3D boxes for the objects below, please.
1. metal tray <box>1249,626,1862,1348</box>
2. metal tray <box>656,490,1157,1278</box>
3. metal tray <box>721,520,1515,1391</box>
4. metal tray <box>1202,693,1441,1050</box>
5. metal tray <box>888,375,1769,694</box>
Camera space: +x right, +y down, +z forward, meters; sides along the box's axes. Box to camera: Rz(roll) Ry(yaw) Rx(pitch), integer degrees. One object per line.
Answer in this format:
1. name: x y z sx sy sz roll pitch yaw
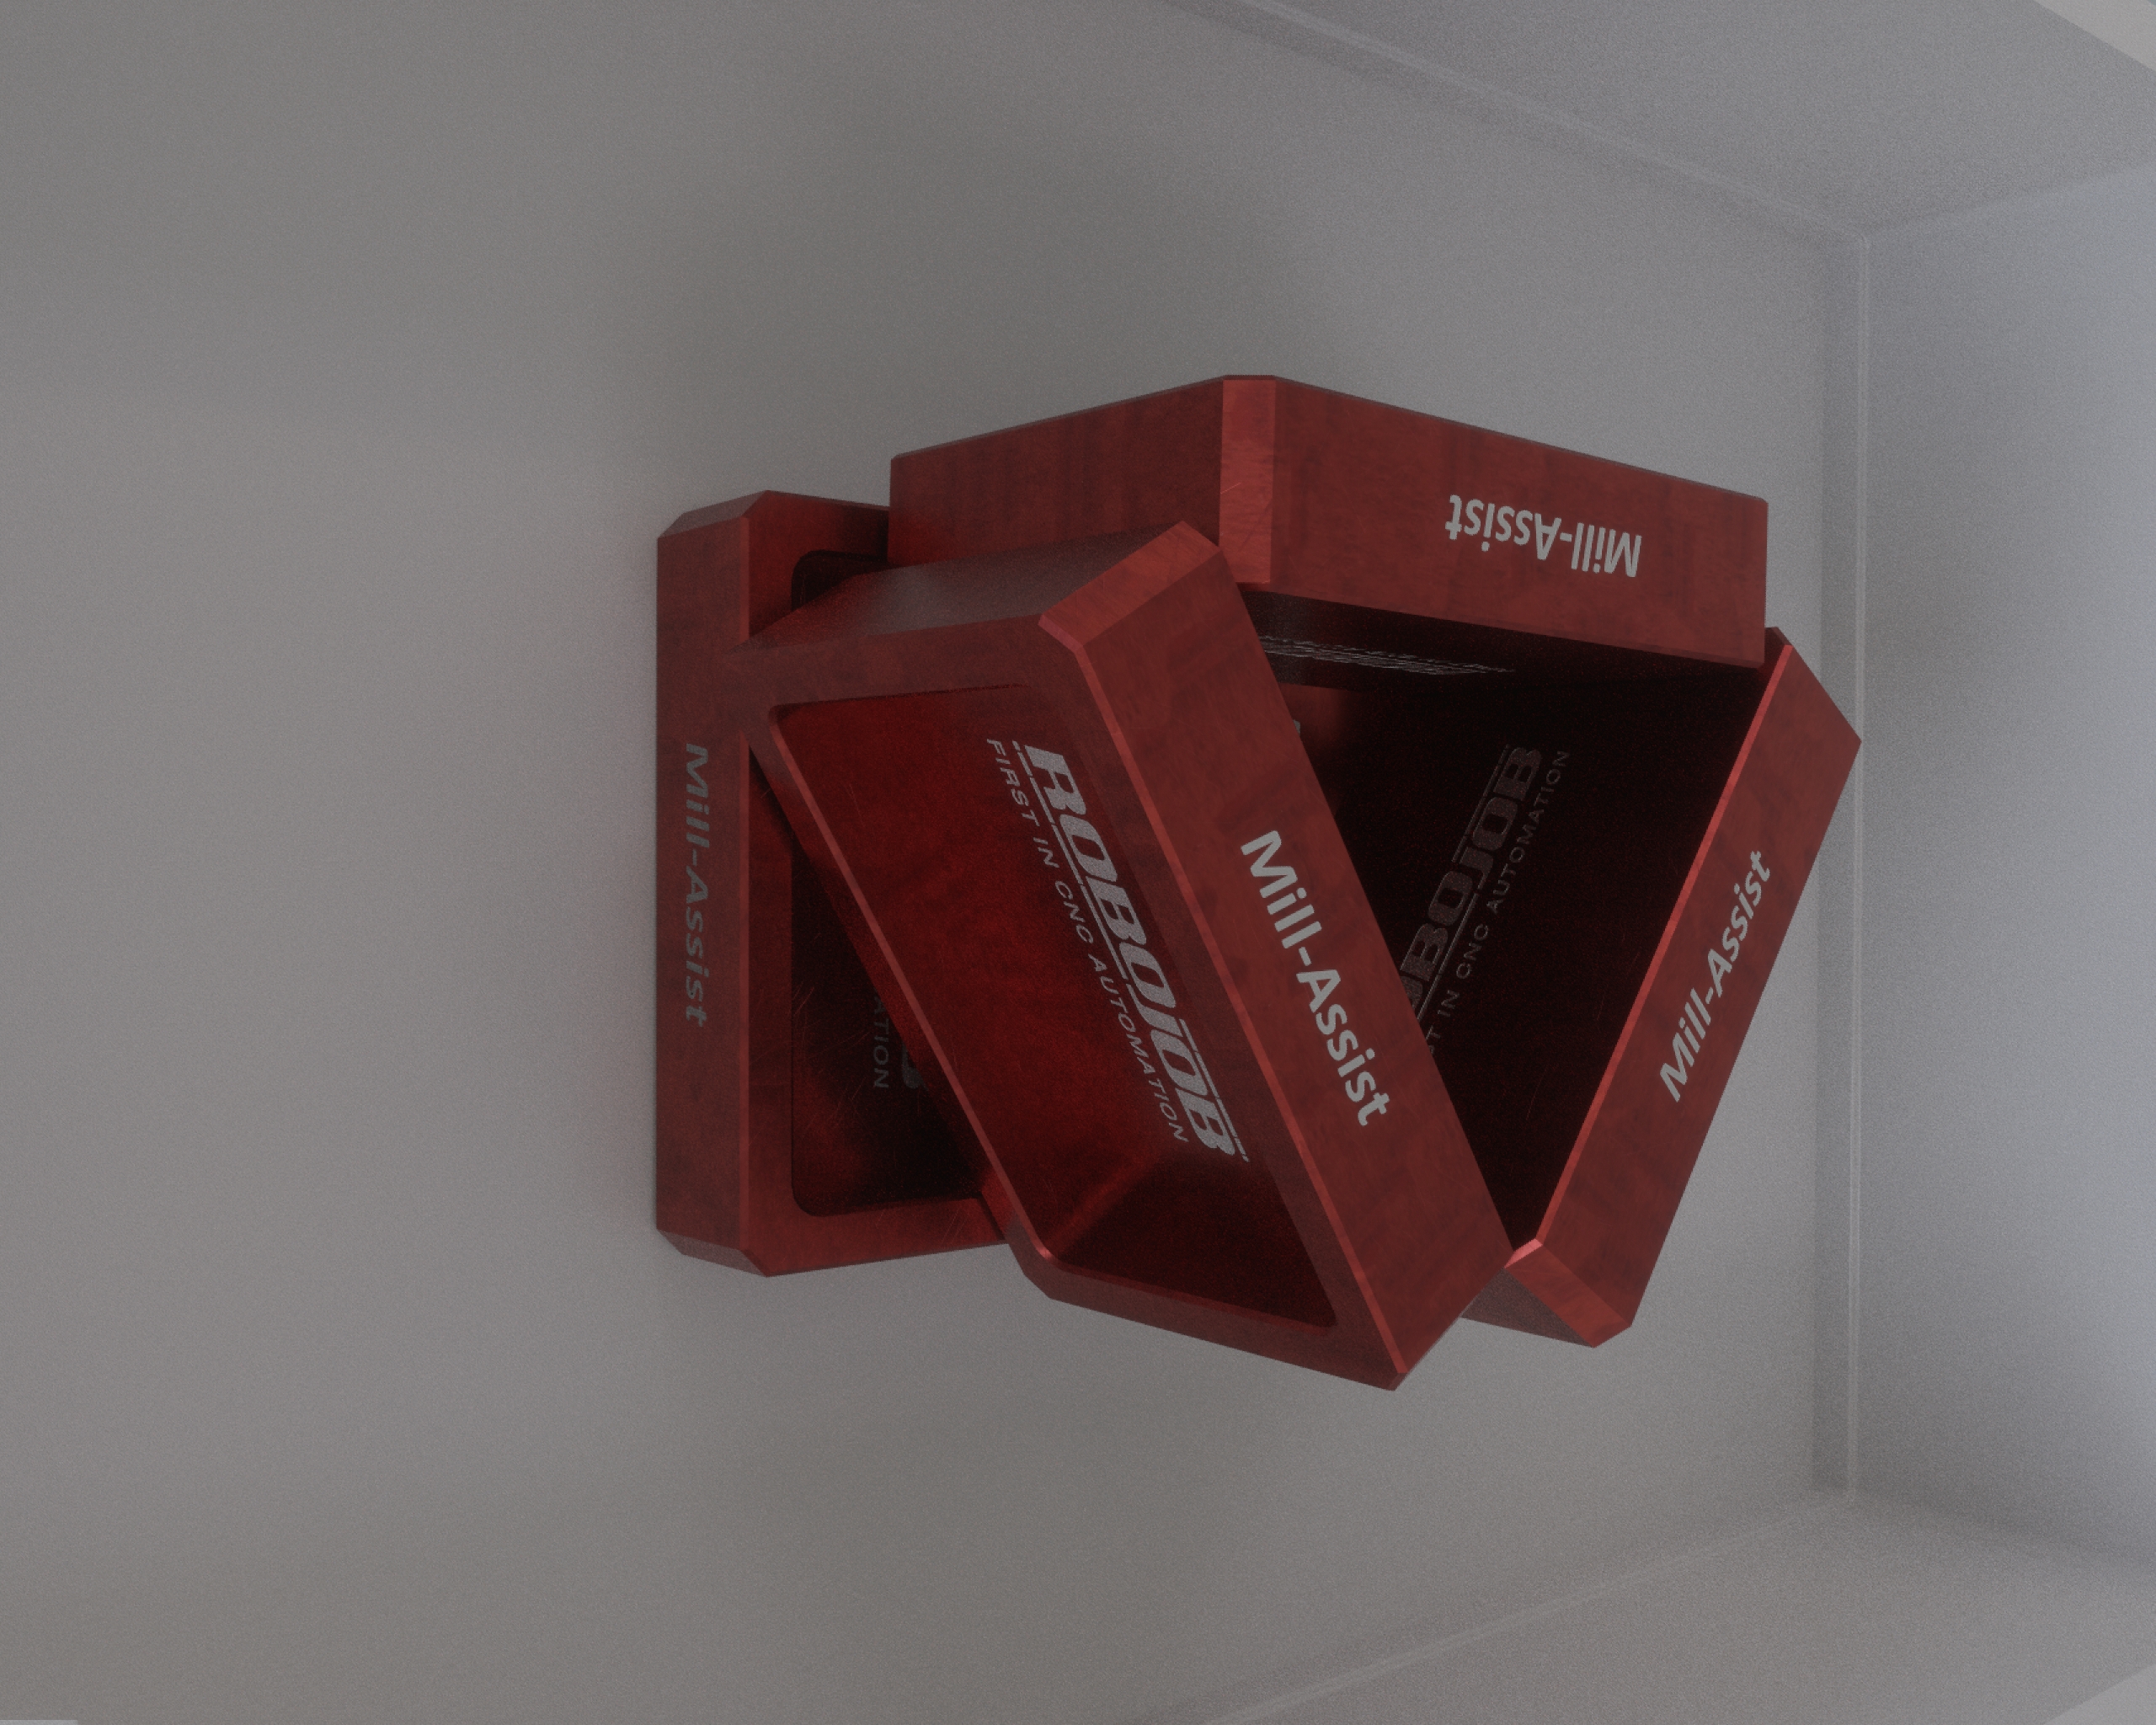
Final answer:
1. metal tray: 0.079 0.018 0.388 0.030 0.090 0.130 43 64 -32
2. metal tray: -0.029 0.004 0.378 0.091 0.030 0.129 1 89 -40
3. metal tray: 0.005 0.016 0.327 0.030 0.090 0.129 -38 114 -33
4. metal tray: 0.042 0.006 0.437 0.091 0.030 0.129 2 88 -40
5. metal tray: 0.044 -0.051 0.359 0.131 0.090 0.030 2 89 -40
